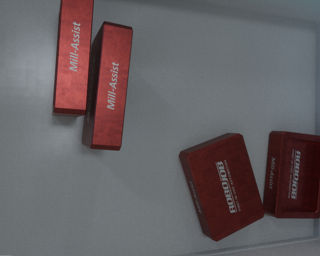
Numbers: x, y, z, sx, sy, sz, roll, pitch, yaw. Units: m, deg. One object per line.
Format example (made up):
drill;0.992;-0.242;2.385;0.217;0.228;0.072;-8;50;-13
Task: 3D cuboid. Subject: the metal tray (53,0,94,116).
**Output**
metal tray;-0.097;-0.078;0.339;0.030;0.090;0.129;4;89;-20

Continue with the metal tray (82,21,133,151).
metal tray;-0.063;-0.043;0.352;0.030;0.090;0.129;6;88;-20

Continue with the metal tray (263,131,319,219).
metal tray;0.213;0.073;0.486;0.091;0.030;0.129;7;88;-20

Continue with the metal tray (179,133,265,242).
metal tray;0.089;0.081;0.441;0.091;0.030;0.129;-20;97;-19
